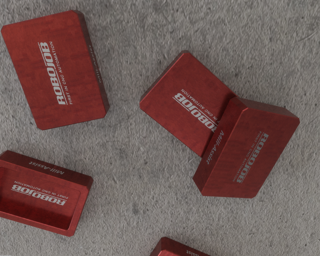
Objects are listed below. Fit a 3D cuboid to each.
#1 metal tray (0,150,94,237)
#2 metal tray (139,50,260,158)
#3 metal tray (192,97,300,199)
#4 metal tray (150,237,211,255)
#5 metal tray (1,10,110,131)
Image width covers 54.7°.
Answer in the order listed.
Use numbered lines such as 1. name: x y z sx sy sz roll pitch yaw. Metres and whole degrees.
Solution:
1. metal tray: -0.172 0.094 0.440 0.131 0.030 0.089 19 109 -7
2. metal tray: 0.050 -0.024 0.399 0.130 0.030 0.090 39 105 -13
3. metal tray: 0.108 0.030 0.397 0.091 0.030 0.129 9 117 -25
4. metal tray: 0.041 0.238 0.494 0.131 0.030 0.089 26 108 -10
5. metal tray: -0.123 -0.069 0.381 0.090 0.030 0.129 -12 110 4
